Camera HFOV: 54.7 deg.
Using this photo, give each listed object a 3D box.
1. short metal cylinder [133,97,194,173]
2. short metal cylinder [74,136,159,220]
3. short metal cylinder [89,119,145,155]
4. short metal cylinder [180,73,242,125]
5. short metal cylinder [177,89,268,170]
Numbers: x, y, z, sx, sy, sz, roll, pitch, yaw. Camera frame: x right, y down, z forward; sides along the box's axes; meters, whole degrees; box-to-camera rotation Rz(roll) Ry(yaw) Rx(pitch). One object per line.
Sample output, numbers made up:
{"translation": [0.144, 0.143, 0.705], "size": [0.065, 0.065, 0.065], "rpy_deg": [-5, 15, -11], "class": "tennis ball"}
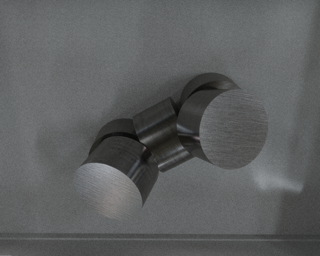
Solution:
{"translation": [0.009, 0.008, 0.383], "size": [0.050, 0.080, 0.080], "rpy_deg": [-28, 108, 9], "class": "short metal cylinder"}
{"translation": [-0.048, 0.056, 0.348], "size": [0.080, 0.050, 0.079], "rpy_deg": [11, 125, 16], "class": "short metal cylinder"}
{"translation": [-0.049, 0.033, 0.408], "size": [0.081, 0.050, 0.079], "rpy_deg": [0, 110, -1], "class": "short metal cylinder"}
{"translation": [0.067, -0.025, 0.388], "size": [0.081, 0.050, 0.079], "rpy_deg": [0, 110, -1], "class": "short metal cylinder"}
{"translation": [0.065, -0.001, 0.327], "size": [0.081, 0.050, 0.079], "rpy_deg": [-3, 98, -22], "class": "short metal cylinder"}
